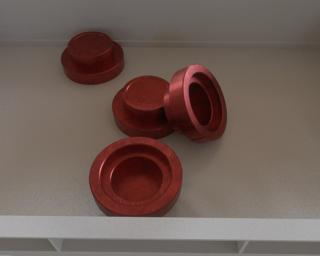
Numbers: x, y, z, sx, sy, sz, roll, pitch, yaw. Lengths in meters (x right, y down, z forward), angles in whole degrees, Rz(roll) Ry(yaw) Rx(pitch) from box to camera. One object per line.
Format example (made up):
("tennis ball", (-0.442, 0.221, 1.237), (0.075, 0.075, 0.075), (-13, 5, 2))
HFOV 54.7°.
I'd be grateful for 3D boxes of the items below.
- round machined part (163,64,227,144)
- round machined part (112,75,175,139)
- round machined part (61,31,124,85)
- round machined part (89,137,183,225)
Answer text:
("round machined part", (0.042, -0.028, 0.394), (0.042, 0.098, 0.098), (-16, 39, 38))
("round machined part", (-0.016, -0.034, 0.422), (0.099, 0.042, 0.098), (0, 50, 0))
("round machined part", (-0.107, -0.117, 0.491), (0.099, 0.042, 0.098), (0, 50, 0))
("round machined part", (-0.025, 0.060, 0.343), (0.099, 0.042, 0.098), (0, 50, 0))
